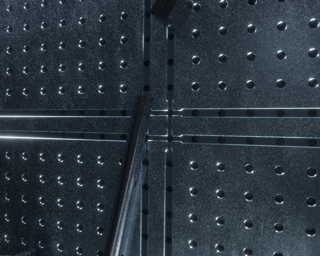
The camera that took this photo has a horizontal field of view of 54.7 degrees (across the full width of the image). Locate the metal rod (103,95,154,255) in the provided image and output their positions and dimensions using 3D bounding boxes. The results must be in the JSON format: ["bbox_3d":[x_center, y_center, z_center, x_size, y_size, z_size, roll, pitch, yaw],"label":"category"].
[{"bbox_3d":[-0.051,0.103,0.430,0.025,0.025,0.298,13,94,19],"label":"metal rod"}]

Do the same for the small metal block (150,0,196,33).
[{"bbox_3d":[0.018,-0.156,0.393,0.025,0.050,0.050,32,101,17],"label":"small metal block"}]

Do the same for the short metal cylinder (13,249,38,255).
[{"bbox_3d":[-0.220,0.222,0.461,0.080,0.080,0.050,-22,83,19],"label":"short metal cylinder"}]
